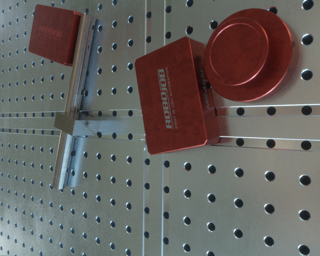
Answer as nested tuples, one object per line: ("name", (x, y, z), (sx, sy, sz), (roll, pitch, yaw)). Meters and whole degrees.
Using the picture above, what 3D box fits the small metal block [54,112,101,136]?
("small metal block", (-0.133, -0.007, 0.499), (0.050, 0.050, 0.025), (21, 103, 36))

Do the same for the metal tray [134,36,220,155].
("metal tray", (0.018, -0.037, 0.389), (0.090, 0.030, 0.129), (-15, 81, 38))

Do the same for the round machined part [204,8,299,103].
("round machined part", (0.088, -0.076, 0.325), (0.098, 0.042, 0.097), (0, 90, 39))

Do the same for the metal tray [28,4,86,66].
("metal tray", (-0.184, -0.167, 0.555), (0.130, 0.030, 0.089), (24, 105, 37))

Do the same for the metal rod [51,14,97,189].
("metal rod", (-0.148, -0.038, 0.528), (0.025, 0.025, 0.298), (21, 103, 37))
